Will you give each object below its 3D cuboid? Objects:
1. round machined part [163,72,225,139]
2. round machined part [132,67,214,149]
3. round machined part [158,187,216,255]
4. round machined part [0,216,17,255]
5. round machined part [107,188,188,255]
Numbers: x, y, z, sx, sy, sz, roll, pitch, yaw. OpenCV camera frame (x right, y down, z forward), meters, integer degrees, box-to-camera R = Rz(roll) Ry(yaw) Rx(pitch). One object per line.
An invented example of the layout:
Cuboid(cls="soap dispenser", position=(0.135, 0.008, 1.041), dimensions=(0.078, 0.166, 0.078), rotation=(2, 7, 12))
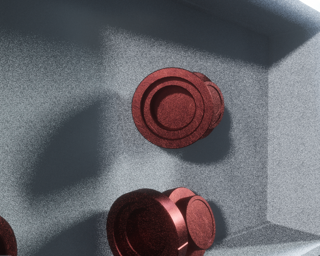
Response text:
Cuboid(cls="round machined part", position=(0.055, -0.032, 0.444), dimensions=(0.099, 0.042, 0.097), rotation=(0, 90, -40))
Cuboid(cls="round machined part", position=(0.017, -0.025, 0.389), dimensions=(0.042, 0.098, 0.097), rotation=(-41, 125, -80))
Cuboid(cls="round machined part", position=(0.038, 0.126, 0.408), dimensions=(0.098, 0.042, 0.098), rotation=(30, 50, -42))
Cuboid(cls="round machined part", position=(-0.167, 0.111, 0.241), dimensions=(0.098, 0.042, 0.097), rotation=(1, 90, -64))
Cuboid(cls="round machined part", position=(-0.011, 0.118, 0.355), dimensions=(0.042, 0.098, 0.097), rotation=(-3, 92, -57))
